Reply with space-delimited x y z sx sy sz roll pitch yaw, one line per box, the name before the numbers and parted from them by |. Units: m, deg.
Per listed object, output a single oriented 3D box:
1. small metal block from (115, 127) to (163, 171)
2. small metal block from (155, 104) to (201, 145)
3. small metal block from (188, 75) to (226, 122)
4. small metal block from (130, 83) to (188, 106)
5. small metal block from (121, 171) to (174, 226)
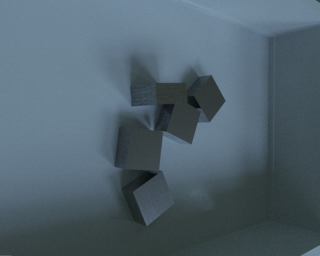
small metal block | -0.026 0.026 0.387 0.050 0.025 0.050 10 84 -40
small metal block | 0.025 -0.009 0.430 0.050 0.025 0.050 28 73 -37
small metal block | 0.066 -0.043 0.465 0.050 0.025 0.050 -50 120 -28
small metal block | -0.001 -0.042 0.391 0.050 0.050 0.025 -7 95 -40
small metal block | -0.015 0.088 0.396 0.050 0.025 0.050 -31 110 -36
